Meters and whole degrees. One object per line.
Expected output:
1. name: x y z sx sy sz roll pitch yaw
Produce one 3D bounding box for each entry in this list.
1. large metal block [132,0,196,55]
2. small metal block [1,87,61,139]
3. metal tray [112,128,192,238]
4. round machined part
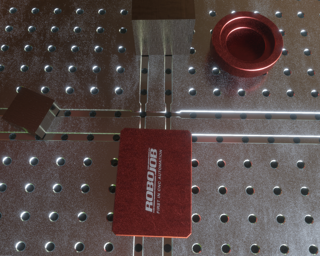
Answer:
1. large metal block: 0.004 -0.147 0.436 0.081 0.080 0.050 -1 70 -1
2. small metal block: -0.172 -0.021 0.417 0.050 0.025 0.050 22 71 7
3. metal tray: -0.007 0.067 0.385 0.091 0.030 0.130 2 70 0
4. round machined part: 0.121 -0.115 0.446 0.099 0.042 0.098 0 70 -1
